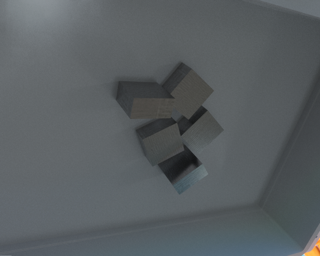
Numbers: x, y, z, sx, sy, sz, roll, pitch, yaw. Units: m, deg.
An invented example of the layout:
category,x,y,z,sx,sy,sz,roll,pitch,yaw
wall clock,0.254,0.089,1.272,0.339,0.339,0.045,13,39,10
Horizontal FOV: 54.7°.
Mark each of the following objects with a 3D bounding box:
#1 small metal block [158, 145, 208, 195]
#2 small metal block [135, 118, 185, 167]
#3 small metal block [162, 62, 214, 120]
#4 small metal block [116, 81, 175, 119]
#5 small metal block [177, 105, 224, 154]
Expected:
category,x,y,z,sx,sy,sz,roll,pitch,yaw
small metal block,0.032,0.059,0.447,0.050,0.050,0.025,-35,129,-5
small metal block,0.001,0.017,0.419,0.050,0.025,0.050,-26,128,-12
small metal block,0.033,-0.047,0.397,0.050,0.025,0.050,-49,129,6
small metal block,-0.018,-0.033,0.362,0.050,0.050,0.025,-2,119,-28
small metal block,0.055,0.001,0.439,0.050,0.025,0.050,-44,130,2
